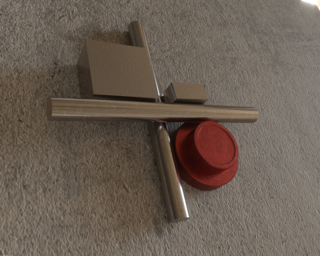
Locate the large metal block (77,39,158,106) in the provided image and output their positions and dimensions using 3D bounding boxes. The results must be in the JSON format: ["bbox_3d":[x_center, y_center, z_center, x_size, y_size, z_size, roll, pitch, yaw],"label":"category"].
[{"bbox_3d":[-0.057,-0.060,0.396,0.081,0.050,0.080,1,62,-28],"label":"large metal block"}]

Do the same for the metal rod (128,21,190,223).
[{"bbox_3d":[-0.008,-0.026,0.418,0.025,0.025,0.299,2,61,-28],"label":"metal rod"}]

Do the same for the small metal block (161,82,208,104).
[{"bbox_3d":[0.030,-0.038,0.430,0.050,0.050,0.025,-1,63,-29],"label":"small metal block"}]

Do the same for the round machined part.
[{"bbox_3d":[0.064,0.030,0.411,0.099,0.042,0.098,14,56,-21],"label":"round machined part"}]

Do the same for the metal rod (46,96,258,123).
[{"bbox_3d":[0.015,-0.020,0.395,0.303,0.025,0.025,0,62,-33],"label":"metal rod"}]
